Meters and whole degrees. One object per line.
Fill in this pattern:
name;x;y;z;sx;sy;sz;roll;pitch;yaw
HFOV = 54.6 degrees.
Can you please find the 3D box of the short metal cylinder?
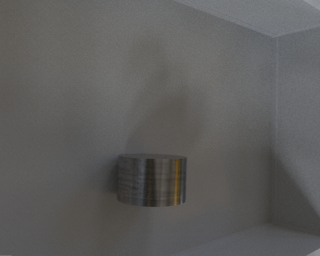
short metal cylinder;-0.009;0.058;0.362;0.081;0.080;0.050;3;88;-40
